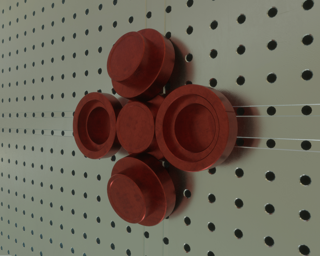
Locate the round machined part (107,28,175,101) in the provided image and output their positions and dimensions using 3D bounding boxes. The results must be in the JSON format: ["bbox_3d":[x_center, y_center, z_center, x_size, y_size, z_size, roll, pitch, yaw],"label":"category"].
[{"bbox_3d":[-0.032,-0.087,0.408,0.098,0.042,0.098,-15,66,37],"label":"round machined part"}]

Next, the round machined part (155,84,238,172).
[{"bbox_3d":[0.045,0.000,0.359,0.098,0.042,0.097,0,90,39],"label":"round machined part"}]

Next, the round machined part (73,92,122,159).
[{"bbox_3d":[-0.084,-0.003,0.464,0.098,0.042,0.097,0,90,39],"label":"round machined part"}]

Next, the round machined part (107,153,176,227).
[{"bbox_3d":[-0.031,0.085,0.407,0.098,0.042,0.097,14,113,36],"label":"round machined part"}]

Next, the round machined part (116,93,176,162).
[{"bbox_3d":[-0.020,-0.001,0.412,0.098,0.042,0.097,0,90,39],"label":"round machined part"}]
